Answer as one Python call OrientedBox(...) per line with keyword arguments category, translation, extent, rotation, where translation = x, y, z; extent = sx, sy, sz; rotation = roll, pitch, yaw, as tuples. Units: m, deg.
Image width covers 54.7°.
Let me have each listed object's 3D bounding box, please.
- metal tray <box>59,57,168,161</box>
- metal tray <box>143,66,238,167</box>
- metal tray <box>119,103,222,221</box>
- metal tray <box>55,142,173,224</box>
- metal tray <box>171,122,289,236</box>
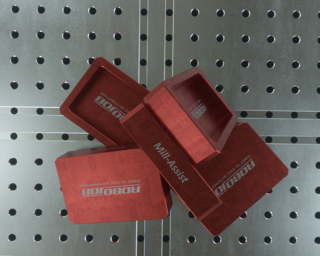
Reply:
OrientedBox(category="metal tray", translation=(-0.052, -0.020, 0.410), extent=(0.130, 0.030, 0.090), rotation=(36, 90, -1))
OrientedBox(category="metal tray", translation=(0.043, -0.021, 0.362), extent=(0.030, 0.131, 0.090), rotation=(-38, 90, 28))
OrientedBox(category="metal tray", translation=(0.011, 0.034, 0.350), extent=(0.030, 0.090, 0.130), rotation=(-38, 91, 0))
OrientedBox(category="metal tray", translation=(-0.057, 0.069, 0.386), extent=(0.130, 0.030, 0.089), rotation=(-8, 101, 14))
OrientedBox(category="metal tray", translation=(0.090, 0.065, 0.411), extent=(0.130, 0.030, 0.090), rotation=(-41, 91, -1))
